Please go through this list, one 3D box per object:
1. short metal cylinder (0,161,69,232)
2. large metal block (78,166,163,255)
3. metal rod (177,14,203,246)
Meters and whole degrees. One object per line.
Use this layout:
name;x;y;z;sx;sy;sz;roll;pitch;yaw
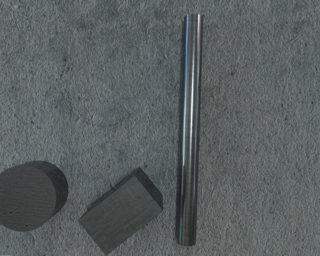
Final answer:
short metal cylinder;-0.165;0.084;0.396;0.081;0.050;0.079;0;90;0
large metal block;-0.044;0.097;0.382;0.080;0.080;0.050;-38;90;0
metal rod;0.040;0.003;0.410;0.025;0.025;0.298;2;90;0
